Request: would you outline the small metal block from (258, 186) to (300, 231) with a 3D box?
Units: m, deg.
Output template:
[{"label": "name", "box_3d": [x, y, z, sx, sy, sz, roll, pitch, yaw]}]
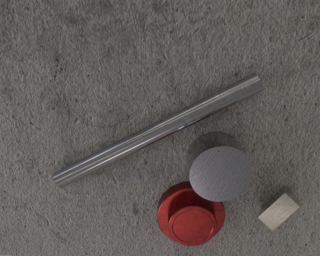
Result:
[{"label": "small metal block", "box_3d": [0.168, 0.112, 0.436, 0.025, 0.050, 0.050, 45, 106, 15]}]

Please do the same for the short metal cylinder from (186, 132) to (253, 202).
[{"label": "short metal cylinder", "box_3d": [0.077, 0.051, 0.416, 0.081, 0.050, 0.079, 0, 110, 0]}]

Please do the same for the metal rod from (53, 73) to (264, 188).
[{"label": "metal rod", "box_3d": [-0.009, 0.007, 0.412, 0.301, 0.025, 0.025, -26, 108, 9]}]

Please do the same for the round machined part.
[{"label": "round machined part", "box_3d": [0.046, 0.130, 0.449, 0.099, 0.042, 0.097, 0, 110, 0]}]
